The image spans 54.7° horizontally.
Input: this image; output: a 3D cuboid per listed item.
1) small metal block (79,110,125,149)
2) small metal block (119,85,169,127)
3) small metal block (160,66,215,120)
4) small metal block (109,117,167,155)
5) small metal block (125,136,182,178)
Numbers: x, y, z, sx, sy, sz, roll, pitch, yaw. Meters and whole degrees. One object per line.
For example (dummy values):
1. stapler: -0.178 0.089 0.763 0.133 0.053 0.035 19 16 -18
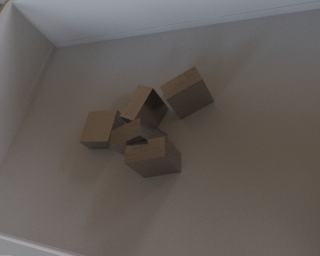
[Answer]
1. small metal block: -0.082 0.003 0.448 0.050 0.025 0.050 -2 60 27
2. small metal block: -0.020 -0.021 0.413 0.025 0.050 0.050 18 71 35
3. small metal block: 0.036 -0.044 0.398 0.050 0.050 0.025 -29 52 10
4. small metal block: -0.026 0.016 0.386 0.050 0.050 0.025 -23 51 33
5. small metal block: -0.007 0.036 0.371 0.050 0.050 0.025 -12 57 21
